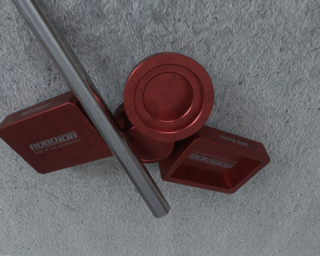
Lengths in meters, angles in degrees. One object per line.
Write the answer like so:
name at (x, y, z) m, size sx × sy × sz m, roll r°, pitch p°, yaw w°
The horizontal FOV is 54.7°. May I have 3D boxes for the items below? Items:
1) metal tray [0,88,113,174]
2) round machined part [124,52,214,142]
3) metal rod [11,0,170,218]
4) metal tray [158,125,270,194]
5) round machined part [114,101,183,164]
metal tray at (-0.130, 0.009, 0.398) m, size 0.130 × 0.030 × 0.090 m, roll -16°, pitch 126°, yaw 24°
round machined part at (0.008, -0.037, 0.352) m, size 0.099 × 0.042 × 0.097 m, roll -2°, pitch 109°, yaw -6°
metal rod at (-0.065, -0.009, 0.357) m, size 0.025 × 0.025 × 0.299 m, roll -22°, pitch 114°, yaw 17°
metal tray at (0.075, 0.047, 0.432) m, size 0.131 × 0.030 × 0.089 m, roll 16°, pitch 129°, yaw -27°
round machined part at (-0.016, 0.009, 0.405) m, size 0.099 × 0.042 × 0.097 m, roll 0°, pitch 130°, yaw 0°
